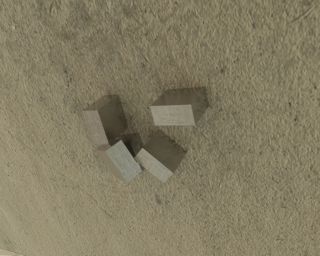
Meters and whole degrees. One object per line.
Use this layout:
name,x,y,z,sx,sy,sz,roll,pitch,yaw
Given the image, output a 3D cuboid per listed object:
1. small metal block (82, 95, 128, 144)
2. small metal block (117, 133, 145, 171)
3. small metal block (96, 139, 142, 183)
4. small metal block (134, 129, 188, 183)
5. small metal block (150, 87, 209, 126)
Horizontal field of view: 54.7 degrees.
small metal block,-0.073,-0.012,0.422,0.025,0.050,0.050,0,119,28
small metal block,-0.050,0.037,0.456,0.050,0.025,0.050,-6,116,31
small metal block,-0.056,0.043,0.416,0.050,0.025,0.050,58,158,-14
small metal block,0.002,0.036,0.412,0.050,0.050,0.025,40,129,1
small metal block,0.024,-0.026,0.362,0.050,0.050,0.025,0,118,28
